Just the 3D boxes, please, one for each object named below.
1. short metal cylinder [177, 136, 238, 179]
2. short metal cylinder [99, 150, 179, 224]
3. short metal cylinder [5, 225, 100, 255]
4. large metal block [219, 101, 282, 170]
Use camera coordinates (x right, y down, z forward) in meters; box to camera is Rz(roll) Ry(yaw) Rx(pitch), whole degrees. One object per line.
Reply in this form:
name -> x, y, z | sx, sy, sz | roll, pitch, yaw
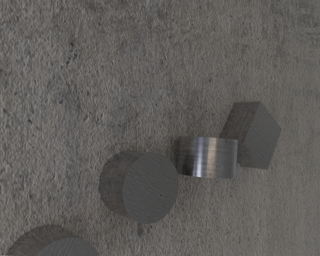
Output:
short metal cylinder -> 0.064, 0.039, 0.423 | 0.081, 0.080, 0.050 | 6, 86, -40
short metal cylinder -> -0.024, 0.068, 0.368 | 0.081, 0.050, 0.079 | 0, 90, -40
short metal cylinder -> -0.105, 0.141, 0.301 | 0.081, 0.050, 0.079 | 0, 90, -40
large metal block -> 0.151, 0.012, 0.515 | 0.080, 0.050, 0.080 | 42, 65, -32
